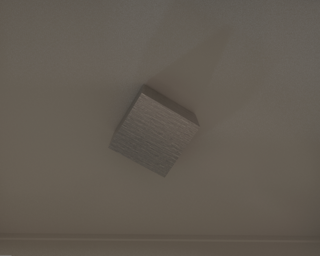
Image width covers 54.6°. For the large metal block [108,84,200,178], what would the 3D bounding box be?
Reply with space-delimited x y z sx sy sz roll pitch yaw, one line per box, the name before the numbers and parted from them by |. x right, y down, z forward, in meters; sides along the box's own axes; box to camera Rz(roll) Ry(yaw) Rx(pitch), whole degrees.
large metal block | -0.008 0.003 0.395 0.080 0.050 0.080 30 107 -11
